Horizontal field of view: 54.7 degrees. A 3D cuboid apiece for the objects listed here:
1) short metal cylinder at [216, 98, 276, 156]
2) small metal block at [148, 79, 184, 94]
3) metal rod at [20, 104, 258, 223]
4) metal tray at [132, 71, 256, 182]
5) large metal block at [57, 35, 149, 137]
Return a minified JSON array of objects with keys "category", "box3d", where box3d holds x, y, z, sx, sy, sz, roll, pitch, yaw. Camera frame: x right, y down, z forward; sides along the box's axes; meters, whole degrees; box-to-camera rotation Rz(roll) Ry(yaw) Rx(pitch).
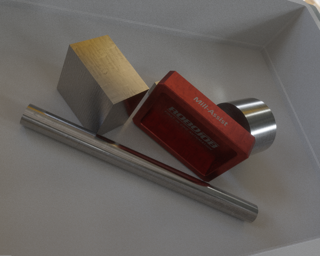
[{"category":"short metal cylinder","box3d":[0.111,0.001,0.430,0.050,0.080,0.080,-13,69,-33]},{"category":"small metal block","box3d":[0.019,-0.044,0.441,0.050,0.025,0.050,-22,74,-36]},{"category":"metal rod","box3d":[-0.013,0.048,0.369,0.301,0.025,0.025,26,53,-13]},{"category":"metal tray","box3d":[0.038,0.002,0.382,0.130,0.090,0.030,40,50,-2]},{"category":"large metal block","box3d":[-0.070,-0.046,0.360,0.050,0.080,0.080,-30,79,-38]}]
